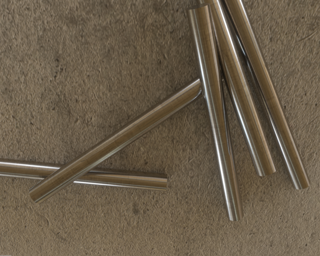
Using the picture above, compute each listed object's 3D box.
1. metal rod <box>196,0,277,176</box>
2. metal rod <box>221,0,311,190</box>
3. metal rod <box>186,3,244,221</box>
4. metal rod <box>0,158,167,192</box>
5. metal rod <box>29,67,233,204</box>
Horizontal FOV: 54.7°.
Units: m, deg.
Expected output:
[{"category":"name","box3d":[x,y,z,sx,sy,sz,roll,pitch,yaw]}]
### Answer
[{"category":"metal rod","box3d":[0.077,-0.084,0.355,0.025,0.025,0.299,-20,100,7]},{"category":"metal rod","box3d":[0.135,-0.046,0.393,0.025,0.025,0.299,-25,108,9]},{"category":"metal rod","box3d":[0.075,0.001,0.389,0.025,0.025,0.298,-13,118,5]},{"category":"metal rod","box3d":[-0.141,0.062,0.431,0.302,0.025,0.025,6,110,-3]},{"category":"metal rod","box3d":[-0.039,0.007,0.396,0.300,0.025,0.025,-34,107,5]}]
